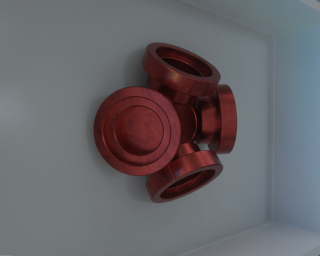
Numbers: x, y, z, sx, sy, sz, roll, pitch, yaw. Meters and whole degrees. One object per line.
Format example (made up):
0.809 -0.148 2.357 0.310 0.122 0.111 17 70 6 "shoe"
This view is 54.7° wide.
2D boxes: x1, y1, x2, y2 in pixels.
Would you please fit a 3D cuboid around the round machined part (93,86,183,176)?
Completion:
-0.021 0.002 0.353 0.042 0.098 0.097 -24 109 -77 "round machined part"

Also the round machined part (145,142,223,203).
0.027 0.054 0.393 0.099 0.097 0.042 -2 55 -40 "round machined part"

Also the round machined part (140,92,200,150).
0.014 -0.006 0.406 0.099 0.042 0.097 0 90 -40 "round machined part"

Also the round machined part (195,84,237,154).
0.071 -0.012 0.432 0.042 0.098 0.097 -2 92 -4 "round machined part"

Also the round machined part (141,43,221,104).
0.023 -0.066 0.390 0.099 0.098 0.042 -5 131 -40 "round machined part"
